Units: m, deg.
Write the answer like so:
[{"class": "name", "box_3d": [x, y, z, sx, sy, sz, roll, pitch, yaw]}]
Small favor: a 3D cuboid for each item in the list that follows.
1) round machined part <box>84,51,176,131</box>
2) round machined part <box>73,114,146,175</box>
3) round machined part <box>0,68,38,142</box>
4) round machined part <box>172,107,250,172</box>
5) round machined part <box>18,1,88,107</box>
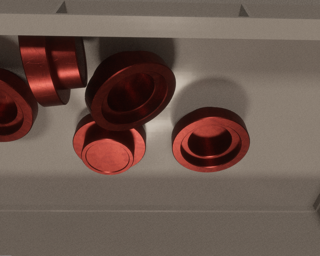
[{"class": "round machined part", "box_3d": [-0.035, -0.045, 0.341, 0.099, 0.042, 0.097, -23, 147, -16]}, {"class": "round machined part", "box_3d": [-0.068, 0.026, 0.419, 0.099, 0.042, 0.097, -1, 130, 0]}, {"class": "round machined part", "box_3d": [-0.195, -0.033, 0.367, 0.099, 0.042, 0.097, -1, 130, 0]}, {"class": "round machined part", "box_3d": [0.064, 0.011, 0.408, 0.099, 0.042, 0.097, -1, 130, 0]}, {"class": "round machined part", "box_3d": [-0.097, -0.071, 0.300, 0.042, 0.098, 0.097, -7, 130, -5]}]
